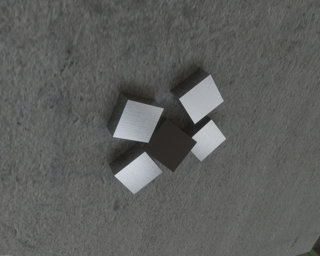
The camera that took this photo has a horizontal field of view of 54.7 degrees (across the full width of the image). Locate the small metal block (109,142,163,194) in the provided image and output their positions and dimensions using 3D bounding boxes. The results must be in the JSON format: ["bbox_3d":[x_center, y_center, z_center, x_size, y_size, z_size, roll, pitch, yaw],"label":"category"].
[{"bbox_3d":[-0.033,0.055,0.425,0.050,0.025,0.050,-38,130,-3],"label":"small metal block"}]

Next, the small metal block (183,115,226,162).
[{"bbox_3d":[0.060,0.013,0.450,0.050,0.025,0.050,-43,130,1],"label":"small metal block"}]

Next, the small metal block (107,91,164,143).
[{"bbox_3d":[-0.031,-0.013,0.384,0.050,0.025,0.050,12,112,-34],"label":"small metal block"}]

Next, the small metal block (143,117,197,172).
[{"bbox_3d":[0.012,0.021,0.411,0.050,0.025,0.050,38,93,-6],"label":"small metal block"}]

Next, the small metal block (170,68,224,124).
[{"bbox_3d":[0.049,-0.042,0.410,0.050,0.025,0.050,-39,130,-3],"label":"small metal block"}]
